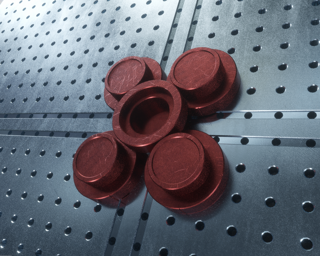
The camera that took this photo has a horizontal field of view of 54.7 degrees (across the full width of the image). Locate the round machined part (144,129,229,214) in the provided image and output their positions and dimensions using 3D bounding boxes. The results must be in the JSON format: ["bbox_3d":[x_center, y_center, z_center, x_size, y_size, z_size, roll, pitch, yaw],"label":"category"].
[{"bbox_3d":[0.025,0.044,0.355,0.098,0.042,0.098,-13,56,20],"label":"round machined part"}]

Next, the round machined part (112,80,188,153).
[{"bbox_3d":[-0.009,-0.012,0.406,0.098,0.042,0.098,-13,56,20],"label":"round machined part"}]

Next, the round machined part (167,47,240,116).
[{"bbox_3d":[0.052,-0.068,0.410,0.098,0.042,0.098,-13,56,20],"label":"round machined part"}]

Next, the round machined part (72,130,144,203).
[{"bbox_3d":[-0.074,0.046,0.407,0.098,0.042,0.098,-13,56,20],"label":"round machined part"}]

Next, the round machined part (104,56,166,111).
[{"bbox_3d":[-0.042,-0.067,0.458,0.098,0.042,0.098,-13,56,20],"label":"round machined part"}]
